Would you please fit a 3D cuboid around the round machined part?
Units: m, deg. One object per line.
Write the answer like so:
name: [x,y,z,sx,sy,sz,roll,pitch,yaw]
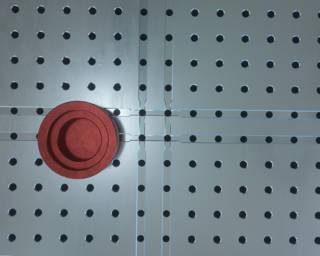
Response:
round machined part: [-0.102,0.015,0.404,0.099,0.042,0.097,0,90,-1]
